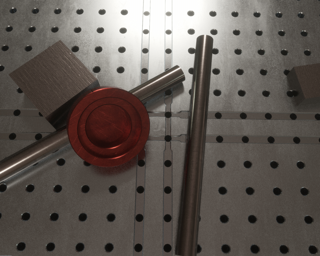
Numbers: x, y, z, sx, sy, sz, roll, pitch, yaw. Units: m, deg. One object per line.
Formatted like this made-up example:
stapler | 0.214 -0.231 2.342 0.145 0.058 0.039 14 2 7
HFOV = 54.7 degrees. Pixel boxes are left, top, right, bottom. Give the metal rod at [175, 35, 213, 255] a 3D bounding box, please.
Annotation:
metal rod | 0.048 0.009 0.409 0.025 0.025 0.299 7 70 2

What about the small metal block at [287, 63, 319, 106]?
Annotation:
small metal block | 0.216 -0.062 0.437 0.050 0.025 0.050 -9 70 -4

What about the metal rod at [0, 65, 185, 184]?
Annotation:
metal rod | -0.099 -0.004 0.411 0.302 0.025 0.025 -30 73 -11

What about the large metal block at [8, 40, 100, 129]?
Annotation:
large metal block | -0.136 -0.057 0.418 0.080 0.050 0.080 -40 75 -14

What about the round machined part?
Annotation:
round machined part | -0.066 -0.004 0.386 0.099 0.042 0.097 -5 105 -19
